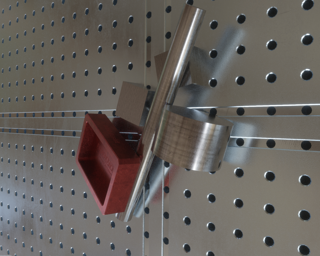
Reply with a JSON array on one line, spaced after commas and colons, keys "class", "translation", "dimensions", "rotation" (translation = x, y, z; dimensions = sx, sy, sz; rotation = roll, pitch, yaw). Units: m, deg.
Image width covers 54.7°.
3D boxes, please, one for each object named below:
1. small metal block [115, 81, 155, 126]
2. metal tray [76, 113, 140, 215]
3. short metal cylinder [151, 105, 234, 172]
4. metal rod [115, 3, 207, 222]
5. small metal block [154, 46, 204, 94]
[{"class": "small metal block", "translation": [-0.032, -0.034, 0.434], "dimensions": [0.050, 0.025, 0.050], "rotation": [25, 106, 37]}, {"class": "metal tray", "translation": [-0.080, 0.047, 0.442], "dimensions": [0.130, 0.030, 0.089], "rotation": [45, 125, 46]}, {"class": "short metal cylinder", "translation": [0.035, 0.009, 0.343], "dimensions": [0.080, 0.081, 0.050], "rotation": [23, 105, 37]}, {"class": "metal rod", "translation": [-0.008, 0.000, 0.389], "dimensions": [0.025, 0.025, 0.298], "rotation": [37, 120, 33]}, {"class": "small metal block", "translation": [0.023, -0.072, 0.389], "dimensions": [0.050, 0.025, 0.050], "rotation": [-13, 82, 39]}]
